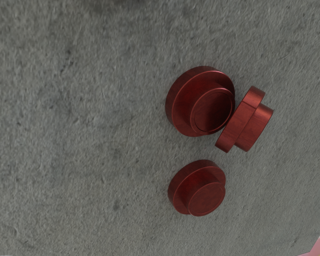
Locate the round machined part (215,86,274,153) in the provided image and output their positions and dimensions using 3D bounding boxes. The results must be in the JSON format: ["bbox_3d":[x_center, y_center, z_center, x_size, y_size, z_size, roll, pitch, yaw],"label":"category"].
[{"bbox_3d":[0.119,-0.006,0.425,0.098,0.042,0.098,-54,168,-17],"label":"round machined part"}]

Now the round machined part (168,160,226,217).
[{"bbox_3d":[0.065,0.103,0.498,0.099,0.042,0.097,-14,125,-21],"label":"round machined part"}]

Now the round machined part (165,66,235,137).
[{"bbox_3d":[0.060,-0.029,0.413,0.099,0.042,0.097,-14,125,-21],"label":"round machined part"}]
